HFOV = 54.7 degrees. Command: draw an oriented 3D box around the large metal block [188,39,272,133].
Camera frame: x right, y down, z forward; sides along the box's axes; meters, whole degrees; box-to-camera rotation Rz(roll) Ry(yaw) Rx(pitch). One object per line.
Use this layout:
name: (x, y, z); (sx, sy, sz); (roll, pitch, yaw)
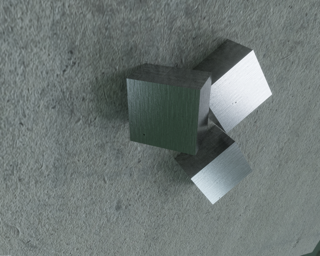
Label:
large metal block: (0.088, -0.054, 0.405); (0.080, 0.050, 0.080); (-41, 130, 0)

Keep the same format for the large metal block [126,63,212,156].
large metal block: (0.011, -0.023, 0.355); (0.050, 0.080, 0.079); (-54, 150, -52)

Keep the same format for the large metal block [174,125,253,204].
large metal block: (0.082, 0.056, 0.470); (0.080, 0.050, 0.080); (-40, 130, -1)
